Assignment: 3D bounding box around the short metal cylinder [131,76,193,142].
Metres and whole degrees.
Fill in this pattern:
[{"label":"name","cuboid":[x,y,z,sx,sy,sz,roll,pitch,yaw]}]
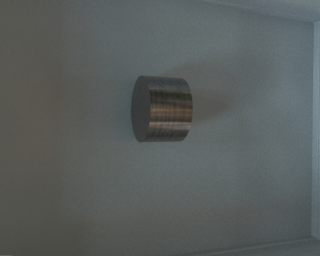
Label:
[{"label":"short metal cylinder","cuboid":[0.000,-0.023,0.380,0.050,0.080,0.079,0,90,-20]}]
